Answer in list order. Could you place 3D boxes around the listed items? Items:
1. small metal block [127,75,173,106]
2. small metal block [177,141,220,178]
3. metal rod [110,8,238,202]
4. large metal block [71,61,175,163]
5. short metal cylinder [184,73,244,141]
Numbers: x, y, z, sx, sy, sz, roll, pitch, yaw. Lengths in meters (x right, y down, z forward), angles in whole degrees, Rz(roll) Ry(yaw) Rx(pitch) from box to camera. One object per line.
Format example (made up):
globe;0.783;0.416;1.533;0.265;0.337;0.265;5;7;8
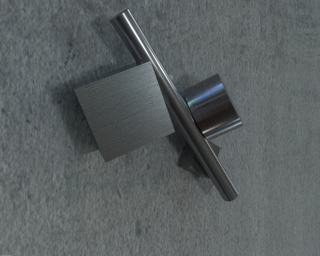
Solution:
small metal block;-0.014;-0.049;0.396;0.050;0.025;0.050;16;80;-39
small metal block;0.058;0.042;0.458;0.050;0.025;0.050;31;71;-36
metal rod;0.031;-0.012;0.402;0.025;0.025;0.299;-49;119;-29
large metal block;-0.040;-0.021;0.336;0.081;0.050;0.080;-24;107;-13
short metal cylinder;0.075;-0.029;0.429;0.080;0.050;0.080;56;18;-27
